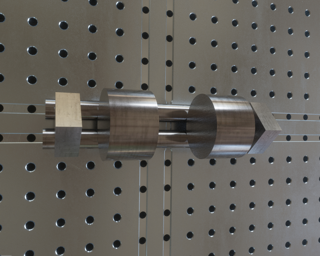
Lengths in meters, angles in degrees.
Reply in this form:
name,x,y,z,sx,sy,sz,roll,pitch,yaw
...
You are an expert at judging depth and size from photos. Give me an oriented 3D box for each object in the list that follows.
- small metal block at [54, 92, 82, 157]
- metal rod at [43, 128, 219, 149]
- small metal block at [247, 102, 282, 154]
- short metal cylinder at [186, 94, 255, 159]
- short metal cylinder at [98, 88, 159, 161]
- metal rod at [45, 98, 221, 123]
name,x,y,z,sx,sy,sz,roll,pitch,yaw
small metal block,-0.101,-0.003,0.338,0.025,0.050,0.050,1,48,-20
metal rod,0.005,0.015,0.414,0.302,0.025,0.025,1,90,-20
small metal block,0.132,0.000,0.424,0.025,0.050,0.050,1,49,-20
short metal cylinder,0.073,-0.002,0.387,0.050,0.080,0.079,1,90,-20
short metal cylinder,-0.038,-0.003,0.346,0.050,0.080,0.079,1,90,-20
metal rod,0.008,-0.020,0.415,0.302,0.025,0.025,1,90,-20
